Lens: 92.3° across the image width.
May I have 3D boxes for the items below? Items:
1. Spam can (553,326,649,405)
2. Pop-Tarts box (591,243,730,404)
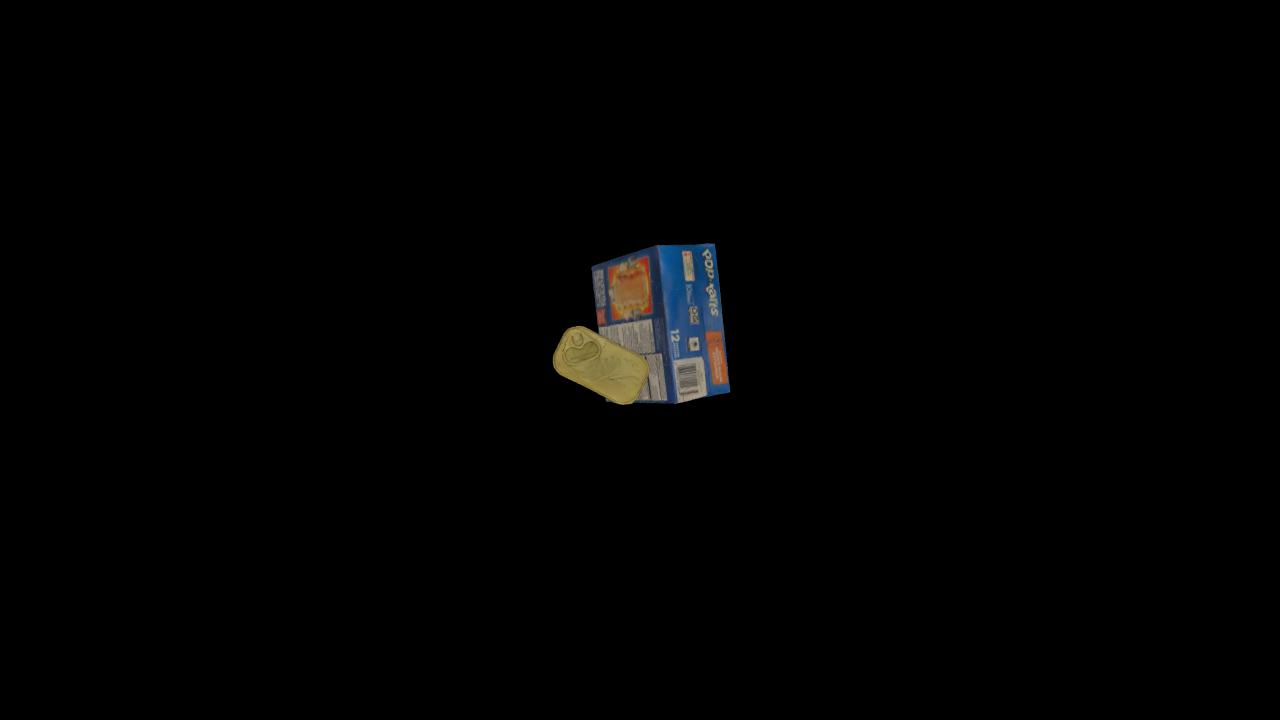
[{"bbox_3d":[-0.040,0.006,0.690,0.101,0.058,0.085,28,0,2],"label":"Spam can"},{"bbox_3d":[0.021,-0.038,0.707,0.083,0.167,0.141,-7,1,-35],"label":"Pop-Tarts box"}]
